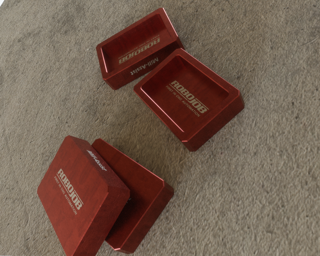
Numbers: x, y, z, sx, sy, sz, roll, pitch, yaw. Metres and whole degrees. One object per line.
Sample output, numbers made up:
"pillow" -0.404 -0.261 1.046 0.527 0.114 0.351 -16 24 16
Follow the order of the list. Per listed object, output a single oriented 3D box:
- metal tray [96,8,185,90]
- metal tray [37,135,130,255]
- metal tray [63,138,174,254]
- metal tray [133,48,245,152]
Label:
"metal tray" -0.035 -0.127 0.497 0.130 0.030 0.090 -27 52 11
"metal tray" -0.097 0.076 0.370 0.130 0.030 0.090 36 99 47
"metal tray" -0.058 0.078 0.383 0.130 0.030 0.090 28 77 37
"metal tray" 0.033 -0.042 0.408 0.090 0.030 0.130 -42 51 -1
